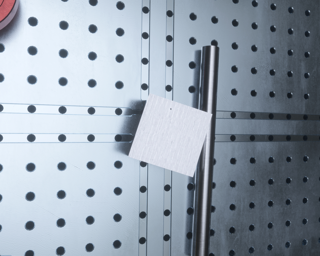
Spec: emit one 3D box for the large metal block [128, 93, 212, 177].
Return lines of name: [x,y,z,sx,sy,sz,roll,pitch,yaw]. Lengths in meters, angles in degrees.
large metal block: [0.011,0.010,0.393,0.080,0.050,0.080,18,84,-4]

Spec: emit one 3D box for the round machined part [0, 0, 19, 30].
round machined part: [-0.203,-0.145,0.328,0.099,0.042,0.097,0,90,-20]

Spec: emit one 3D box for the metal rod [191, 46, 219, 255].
metal rod: [0.063,0.036,0.435,0.025,0.025,0.298,3,89,-20]
